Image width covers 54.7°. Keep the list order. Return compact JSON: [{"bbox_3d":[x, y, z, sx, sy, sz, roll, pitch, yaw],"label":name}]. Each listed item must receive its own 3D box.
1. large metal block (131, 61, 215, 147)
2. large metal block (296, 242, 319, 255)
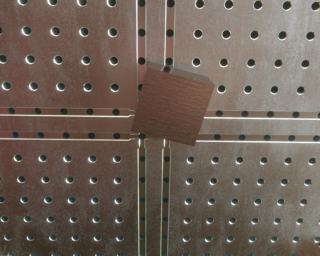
[{"bbox_3d":[0.014,-0.031,0.389,0.081,0.050,0.079,14,109,-6],"label":"large metal block"},{"bbox_3d":[0.264,0.241,0.477,0.050,0.080,0.080,-37,106,12],"label":"large metal block"}]
